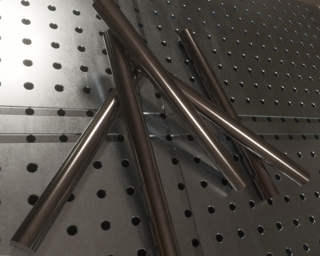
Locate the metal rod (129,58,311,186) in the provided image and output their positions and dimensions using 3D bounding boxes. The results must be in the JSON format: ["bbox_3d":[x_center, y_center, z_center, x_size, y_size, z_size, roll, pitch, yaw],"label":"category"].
[{"bbox_3d":[0.083,-0.012,0.428,0.301,0.025,0.025,35,51,-6],"label":"metal rod"}]

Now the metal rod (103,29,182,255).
[{"bbox_3d":[-0.023,0.016,0.364,0.025,0.025,0.299,-6,72,-31],"label":"metal rod"}]

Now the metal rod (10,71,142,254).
[{"bbox_3d":[-0.073,0.000,0.370,0.025,0.025,0.301,32,51,-8],"label":"metal rod"}]

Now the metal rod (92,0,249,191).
[{"bbox_3d":[0.020,-0.038,0.398,0.300,0.025,0.025,52,50,-10],"label":"metal rod"}]

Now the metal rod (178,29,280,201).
[{"bbox_3d":[0.100,-0.032,0.483,0.025,0.025,0.299,-11,67,-33],"label":"metal rod"}]
